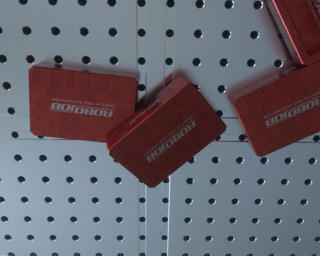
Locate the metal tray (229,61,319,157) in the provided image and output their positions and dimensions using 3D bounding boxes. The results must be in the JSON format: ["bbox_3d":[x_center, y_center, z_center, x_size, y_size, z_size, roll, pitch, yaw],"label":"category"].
[{"bbox_3d":[0.168,-0.029,0.403,0.130,0.030,0.090,-26,109,8],"label":"metal tray"}]

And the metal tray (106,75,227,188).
[{"bbox_3d":[0.008,0.008,0.394,0.130,0.030,0.090,-40,122,7],"label":"metal tray"}]

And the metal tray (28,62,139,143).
[{"bbox_3d":[-0.096,-0.031,0.398,0.131,0.030,0.089,6,110,-3],"label":"metal tray"}]

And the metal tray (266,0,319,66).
[{"bbox_3d":[0.175,-0.148,0.349,0.090,0.030,0.130,-29,103,12],"label":"metal tray"}]
